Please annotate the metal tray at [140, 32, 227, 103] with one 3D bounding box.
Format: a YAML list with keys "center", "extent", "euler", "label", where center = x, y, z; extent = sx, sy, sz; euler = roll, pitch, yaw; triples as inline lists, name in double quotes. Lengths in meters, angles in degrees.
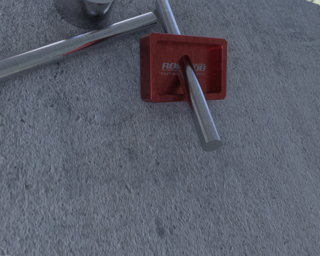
- center: [0.037, -0.084, 0.441]
  extent: [0.131, 0.030, 0.089]
  euler: [-6, 99, -31]
  label: "metal tray"

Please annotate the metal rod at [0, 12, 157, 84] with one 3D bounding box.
- center: [-0.112, -0.109, 0.409]
  extent: [0.302, 0.025, 0.025]
  euler: [-34, 81, -38]
  label: "metal rod"

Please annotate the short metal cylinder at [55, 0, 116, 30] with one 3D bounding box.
- center: [-0.106, -0.190, 0.446]
  extent: [0.081, 0.050, 0.080]
  euler: [14, 56, -21]
  label: "short metal cylinder"

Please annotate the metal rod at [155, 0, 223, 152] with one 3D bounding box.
- center: [0.032, -0.098, 0.451]
  extent: [0.025, 0.025, 0.299]
  euler: [6, 50, -25]
  label: "metal rod"
